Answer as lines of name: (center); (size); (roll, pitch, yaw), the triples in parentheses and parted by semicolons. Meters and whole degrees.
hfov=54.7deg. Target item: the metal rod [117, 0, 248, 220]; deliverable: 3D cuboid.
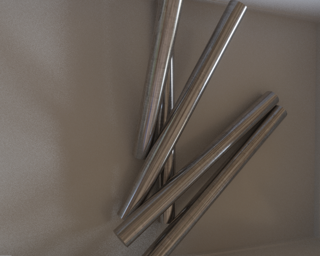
metal rod: (0.028, -0.020, 0.387); (0.025, 0.025, 0.299); (28, 90, -18)

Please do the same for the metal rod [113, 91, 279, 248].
metal rod: (0.063, 0.040, 0.413); (0.301, 0.025, 0.025); (-39, 103, -23)

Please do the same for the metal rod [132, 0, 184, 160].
metal rod: (0.004, -0.095, 0.336); (0.025, 0.025, 0.298); (2, 119, -20)

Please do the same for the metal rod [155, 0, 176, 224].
metal rod: (0.008, -0.025, 0.413); (0.025, 0.025, 0.298); (-1, 90, -20)

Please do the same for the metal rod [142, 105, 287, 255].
metal rod: (0.083, 0.072, 0.425); (0.301, 0.025, 0.025); (-44, 104, -21)
